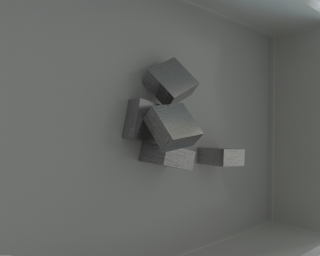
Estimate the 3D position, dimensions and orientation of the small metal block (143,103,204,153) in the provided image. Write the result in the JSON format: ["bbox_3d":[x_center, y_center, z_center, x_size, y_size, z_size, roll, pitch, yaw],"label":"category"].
[{"bbox_3d":[0.016,-0.002,0.373,0.050,0.025,0.050,-9,58,-40],"label":"small metal block"}]

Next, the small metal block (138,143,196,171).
[{"bbox_3d":[0.009,0.037,0.400,0.050,0.050,0.025,17,80,-39],"label":"small metal block"}]

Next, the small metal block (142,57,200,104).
[{"bbox_3d":[0.014,-0.059,0.405,0.050,0.025,0.050,-33,76,-35],"label":"small metal block"}]

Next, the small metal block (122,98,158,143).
[{"bbox_3d":[-0.017,-0.007,0.394,0.050,0.025,0.050,15,80,-39],"label":"small metal block"}]

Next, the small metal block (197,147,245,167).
[{"bbox_3d":[0.092,0.043,0.471,0.050,0.050,0.025,4,88,-40],"label":"small metal block"}]
